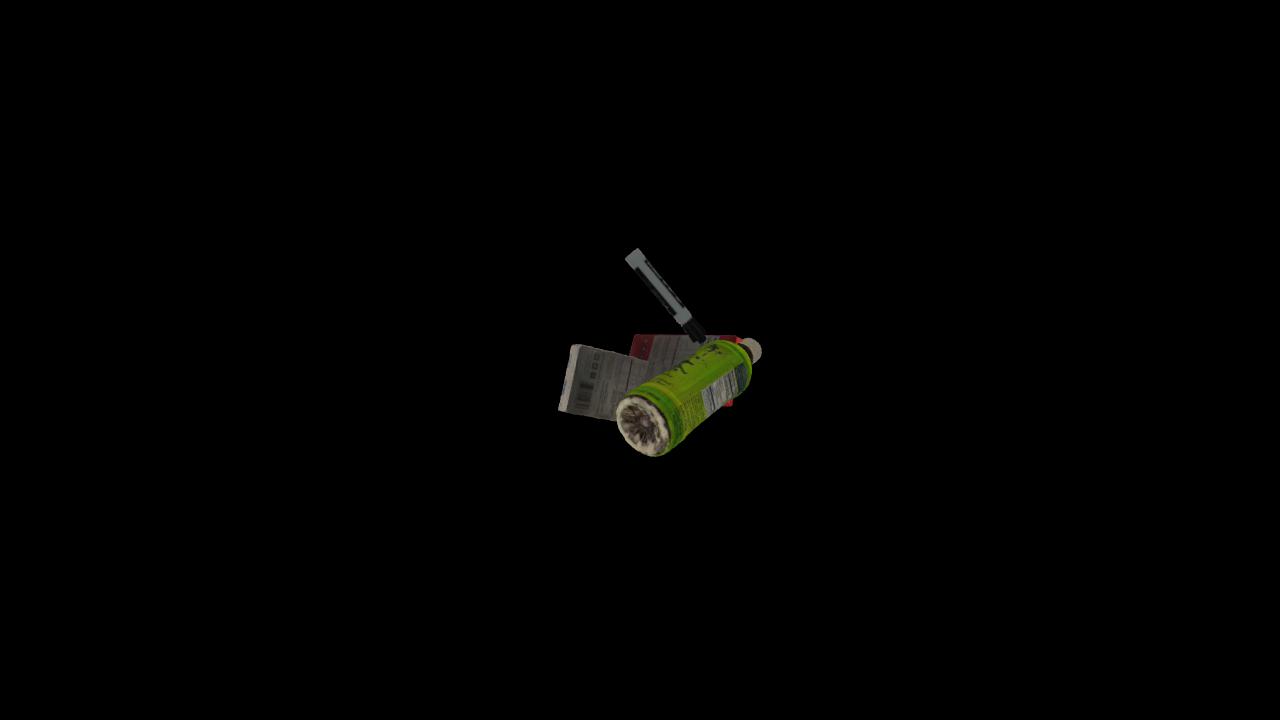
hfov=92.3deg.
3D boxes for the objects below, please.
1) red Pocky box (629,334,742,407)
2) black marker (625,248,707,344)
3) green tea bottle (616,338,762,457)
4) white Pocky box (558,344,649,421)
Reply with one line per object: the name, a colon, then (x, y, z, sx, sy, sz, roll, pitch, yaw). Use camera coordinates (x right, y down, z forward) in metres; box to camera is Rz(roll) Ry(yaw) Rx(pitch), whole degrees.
red Pocky box: (0.049, 0.010, 0.753, 0.155, 0.083, 0.028, 3, -20, 39)
black marker: (0.029, -0.066, 0.650, 0.020, 0.121, 0.020, -39, 6, 5)
green tea bottle: (0.066, 0.027, 0.656, 0.073, 0.073, 0.212, 0, 20, 43)
white Pocky box: (-0.021, 0.036, 0.763, 0.154, 0.084, 0.028, 14, -4, -33)
